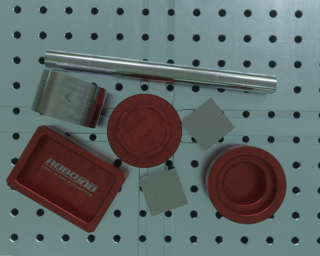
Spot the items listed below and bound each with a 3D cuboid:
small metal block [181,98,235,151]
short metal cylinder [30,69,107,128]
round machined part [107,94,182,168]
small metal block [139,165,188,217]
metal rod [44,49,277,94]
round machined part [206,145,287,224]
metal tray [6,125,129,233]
[{"bbox_3d":[0.062,-0.005,0.414,0.050,0.025,0.050,-38,90,0],"label":"small metal block"},{"bbox_3d":[-0.111,-0.035,0.385,0.080,0.080,0.050,18,90,0],"label":"short metal cylinder"},{"bbox_3d":[-0.020,0.003,0.404,0.099,0.042,0.097,0,87,0],"label":"round machined part"},{"bbox_3d":[0.005,0.083,0.413,0.050,0.025,0.050,-19,90,0],"label":"small metal block"},{"bbox_3d":[0.001,-0.075,0.413,0.302,0.025,0.025,7,90,0],"label":"metal rod"},{"bbox_3d":[0.109,0.071,0.406,0.099,0.042,0.097,0,90,0],"label":"round machined part"},{"bbox_3d":[-0.120,0.065,0.409,0.130,0.030,0.090,31,90,0],"label":"metal tray"}]
